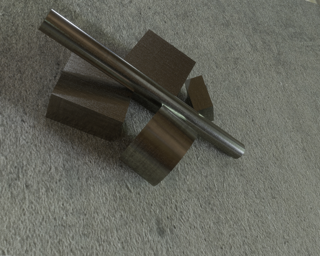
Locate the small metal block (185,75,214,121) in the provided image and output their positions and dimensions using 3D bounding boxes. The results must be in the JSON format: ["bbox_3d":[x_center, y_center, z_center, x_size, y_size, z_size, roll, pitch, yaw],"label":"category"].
[{"bbox_3d":[0.056,-0.038,0.440,0.025,0.050,0.050,-17,67,4],"label":"small metal block"}]

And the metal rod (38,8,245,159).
[{"bbox_3d":[0.000,-0.037,0.375,0.301,0.025,0.025,32,50,-28],"label":"metal rod"}]

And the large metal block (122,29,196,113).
[{"bbox_3d":[-0.008,-0.076,0.428,0.080,0.050,0.080,34,51,-6],"label":"large metal block"}]

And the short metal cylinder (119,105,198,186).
[{"bbox_3d":[-0.002,0.020,0.356,0.050,0.080,0.080,40,51,-2],"label":"short metal cylinder"}]

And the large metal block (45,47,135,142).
[{"bbox_3d":[-0.079,-0.041,0.371,0.080,0.050,0.080,23,53,-15],"label":"large metal block"}]
